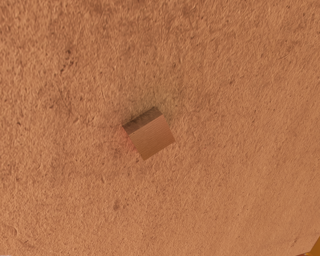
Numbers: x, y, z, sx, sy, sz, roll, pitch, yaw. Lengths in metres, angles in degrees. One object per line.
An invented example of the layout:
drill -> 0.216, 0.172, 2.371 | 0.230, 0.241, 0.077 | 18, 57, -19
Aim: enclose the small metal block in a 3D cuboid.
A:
small metal block -> -0.014, 0.007, 0.407 | 0.050, 0.025, 0.050 | -32, 129, -8
